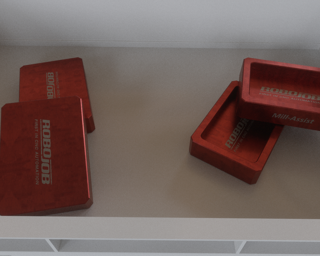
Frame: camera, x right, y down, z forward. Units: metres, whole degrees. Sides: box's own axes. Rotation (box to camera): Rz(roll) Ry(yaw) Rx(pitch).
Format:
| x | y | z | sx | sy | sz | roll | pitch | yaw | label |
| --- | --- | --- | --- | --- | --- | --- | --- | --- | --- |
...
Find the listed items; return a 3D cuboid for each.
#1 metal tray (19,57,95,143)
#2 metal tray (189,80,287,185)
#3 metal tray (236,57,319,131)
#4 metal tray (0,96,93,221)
| x | y | z | sx | sy | sz | roll | pitch | yaw | label |
| --- | --- | --- | --- | --- | --- | --- | --- | --- | --- |
| -0.147 | -0.043 | 0.436 | 0.091 | 0.030 | 0.130 | -11 | 51 | -10 | metal tray |
| 0.108 | 0.000 | 0.403 | 0.090 | 0.030 | 0.131 | 26 | 55 | 20 | metal tray |
| 0.170 | -0.045 | 0.401 | 0.131 | 0.030 | 0.090 | 10 | 50 | 7 | metal tray |
| -0.129 | 0.031 | 0.351 | 0.091 | 0.030 | 0.130 | -7 | 66 | -8 | metal tray |
